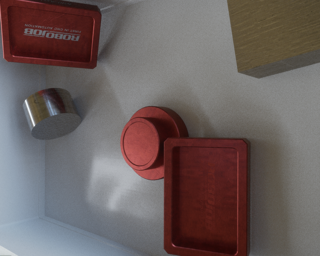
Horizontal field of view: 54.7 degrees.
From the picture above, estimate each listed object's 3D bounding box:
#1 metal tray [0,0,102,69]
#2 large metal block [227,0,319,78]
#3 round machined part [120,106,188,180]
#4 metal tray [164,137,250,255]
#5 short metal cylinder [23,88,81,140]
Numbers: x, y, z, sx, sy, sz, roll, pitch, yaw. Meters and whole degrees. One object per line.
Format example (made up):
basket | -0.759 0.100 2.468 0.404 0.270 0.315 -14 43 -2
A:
metal tray | -0.156 -0.138 0.452 0.030 0.131 0.089 -112 30 -51
large metal block | 0.116 -0.099 0.294 0.080 0.050 0.080 -12 83 39
round machined part | -0.014 0.020 0.405 0.098 0.042 0.097 0 90 39
metal tray | 0.052 0.075 0.342 0.090 0.030 0.129 0 90 21
short metal cylinder | -0.179 -0.022 0.516 0.080 0.081 0.050 -41 66 32
